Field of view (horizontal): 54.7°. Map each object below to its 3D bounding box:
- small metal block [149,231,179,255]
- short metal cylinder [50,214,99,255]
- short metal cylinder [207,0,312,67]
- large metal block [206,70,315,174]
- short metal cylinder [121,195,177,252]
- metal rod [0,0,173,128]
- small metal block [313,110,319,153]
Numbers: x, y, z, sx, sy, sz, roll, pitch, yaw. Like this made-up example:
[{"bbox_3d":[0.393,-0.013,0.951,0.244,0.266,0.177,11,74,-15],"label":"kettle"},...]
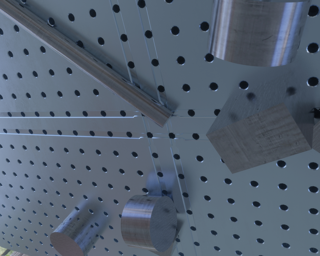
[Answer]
[{"bbox_3d":[0.002,0.191,0.529,0.050,0.025,0.050,20,126,16],"label":"small metal block"},{"bbox_3d":[-0.171,0.221,0.622,0.080,0.050,0.079,13,124,21],"label":"short metal cylinder"},{"bbox_3d":[0.084,-0.093,0.274,0.080,0.080,0.050,15,125,19],"label":"short metal cylinder"},{"bbox_3d":[0.105,-0.006,0.316,0.080,0.080,0.050,-26,104,37],"label":"large metal block"},{"bbox_3d":[-0.015,0.143,0.472,0.050,0.080,0.080,-5,116,30],"label":"short metal cylinder"},{"bbox_3d":[-0.112,-0.097,0.410,0.301,0.025,0.025,36,129,4],"label":"metal rod"},{"bbox_3d":[0.182,0.004,0.317,0.050,0.025,0.050,34,129,5],"label":"small metal block"}]
